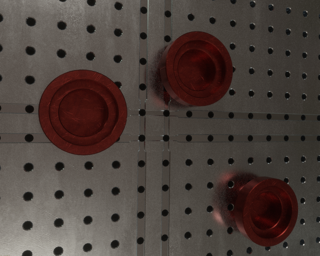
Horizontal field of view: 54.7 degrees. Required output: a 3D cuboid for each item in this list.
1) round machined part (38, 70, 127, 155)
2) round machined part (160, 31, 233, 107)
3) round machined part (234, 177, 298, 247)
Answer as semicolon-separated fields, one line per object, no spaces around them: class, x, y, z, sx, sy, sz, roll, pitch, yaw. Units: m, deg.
round machined part;-0.092;-0.018;0.370;0.099;0.042;0.097;0;90;-21
round machined part;0.046;-0.077;0.422;0.099;0.042;0.097;0;90;-21
round machined part;0.152;0.121;0.462;0.099;0.042;0.097;0;90;-20
